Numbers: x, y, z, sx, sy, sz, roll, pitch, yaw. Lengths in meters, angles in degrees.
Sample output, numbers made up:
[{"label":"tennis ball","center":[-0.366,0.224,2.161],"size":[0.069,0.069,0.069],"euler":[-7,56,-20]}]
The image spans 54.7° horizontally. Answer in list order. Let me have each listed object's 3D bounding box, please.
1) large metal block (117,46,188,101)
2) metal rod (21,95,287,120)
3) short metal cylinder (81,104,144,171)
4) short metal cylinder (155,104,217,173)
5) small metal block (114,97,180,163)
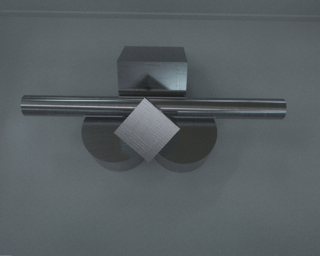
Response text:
[{"label":"large metal block","center":[-0.009,-0.071,0.399],"size":[0.081,0.050,0.080],"euler":[1,27,0]},{"label":"metal rod","center":[-0.007,-0.024,0.364],"size":[0.302,0.025,0.025],"euler":[1,70,0]},{"label":"short metal cylinder","center":[-0.053,0.010,0.391],"size":[0.081,0.050,0.080],"euler":[0,70,0]},{"label":"short metal cylinder","center":[0.028,0.012,0.391],"size":[0.081,0.050,0.080],"euler":[0,70,0]},{"label":"small metal block","center":[-0.014,0.001,0.343],"size":[0.050,0.025,0.050],"euler":[41,96,-6]}]
